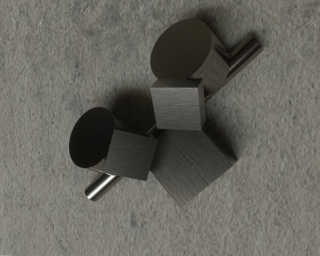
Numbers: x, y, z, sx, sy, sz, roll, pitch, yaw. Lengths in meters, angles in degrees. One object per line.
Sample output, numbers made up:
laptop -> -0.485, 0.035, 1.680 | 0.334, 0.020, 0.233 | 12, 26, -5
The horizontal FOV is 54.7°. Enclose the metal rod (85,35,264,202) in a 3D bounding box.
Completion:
metal rod -> 0.009, -0.003, 0.406 | 0.299, 0.025, 0.025 | -43, 77, 14

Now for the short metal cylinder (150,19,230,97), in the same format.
short metal cylinder -> 0.036, -0.080, 0.368 | 0.080, 0.050, 0.080 | -14, 65, 31

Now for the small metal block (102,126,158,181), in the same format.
small metal block -> -0.035, 0.029, 0.356 | 0.050, 0.025, 0.050 | 14, 96, -13

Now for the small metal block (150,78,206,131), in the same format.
small metal block -> 0.021, -0.026, 0.336 | 0.050, 0.025, 0.050 | 2, 122, 19

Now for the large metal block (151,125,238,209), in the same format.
large metal block -> 0.035, 0.038, 0.382 | 0.080, 0.050, 0.080 | -43, 77, 14

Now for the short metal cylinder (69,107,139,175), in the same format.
short metal cylinder -> -0.072, 0.018, 0.406 | 0.080, 0.050, 0.080 | -14, 65, 31
